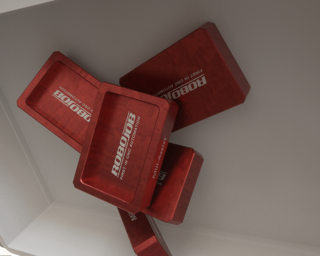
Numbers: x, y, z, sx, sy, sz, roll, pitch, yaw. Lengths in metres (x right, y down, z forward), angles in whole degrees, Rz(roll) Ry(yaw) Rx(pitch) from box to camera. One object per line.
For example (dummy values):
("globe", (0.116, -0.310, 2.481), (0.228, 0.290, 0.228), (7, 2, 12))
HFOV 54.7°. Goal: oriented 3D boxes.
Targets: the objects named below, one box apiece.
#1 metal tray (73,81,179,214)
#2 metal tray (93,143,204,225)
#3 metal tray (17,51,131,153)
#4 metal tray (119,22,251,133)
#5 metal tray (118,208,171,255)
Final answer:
("metal tray", (-0.041, 0.020, 0.357), (0.090, 0.030, 0.129), (18, 95, 21))
("metal tray", (-0.019, 0.059, 0.400), (0.130, 0.090, 0.030), (13, 166, 34))
("metal tray", (-0.109, -0.028, 0.413), (0.130, 0.030, 0.090), (36, 90, 4))
("metal tray", (0.025, -0.050, 0.361), (0.130, 0.030, 0.090), (-24, 106, 36))
("metal tray", (-0.025, 0.138, 0.437), (0.030, 0.130, 0.090), (-30, 126, -6))
